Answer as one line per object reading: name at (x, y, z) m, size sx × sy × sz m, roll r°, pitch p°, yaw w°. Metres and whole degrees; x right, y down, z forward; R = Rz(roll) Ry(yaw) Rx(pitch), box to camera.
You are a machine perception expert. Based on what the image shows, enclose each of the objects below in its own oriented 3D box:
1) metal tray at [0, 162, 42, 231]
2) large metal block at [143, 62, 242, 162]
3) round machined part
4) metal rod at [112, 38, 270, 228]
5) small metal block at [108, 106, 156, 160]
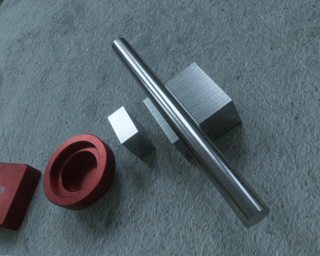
metal tray at (-0.252, 0.099, 0.472) m, size 0.130 × 0.030 × 0.090 m, roll 0°, pitch 61°, yaw 27°
large metal block at (0.039, -0.020, 0.380) m, size 0.080 × 0.050 × 0.080 m, roll -37°, pitch 51°, yaw 3°
round machined part at (-0.100, 0.060, 0.409) m, size 0.098 × 0.042 × 0.098 m, roll -13°, pitch 56°, yaw 21°
metal rod at (0.012, -0.022, 0.346) m, size 0.025 × 0.025 × 0.300 m, roll -38°, pitch 51°, yaw 3°
small metal block at (-0.036, 0.007, 0.403) m, size 0.025 × 0.050 × 0.050 m, roll -37°, pitch 51°, yaw 4°
